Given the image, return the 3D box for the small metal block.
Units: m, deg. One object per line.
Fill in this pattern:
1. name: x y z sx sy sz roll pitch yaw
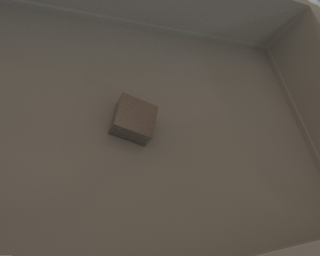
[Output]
1. small metal block: -0.033 -0.010 0.394 0.050 0.025 0.050 21 54 -16
